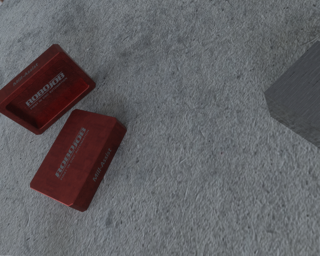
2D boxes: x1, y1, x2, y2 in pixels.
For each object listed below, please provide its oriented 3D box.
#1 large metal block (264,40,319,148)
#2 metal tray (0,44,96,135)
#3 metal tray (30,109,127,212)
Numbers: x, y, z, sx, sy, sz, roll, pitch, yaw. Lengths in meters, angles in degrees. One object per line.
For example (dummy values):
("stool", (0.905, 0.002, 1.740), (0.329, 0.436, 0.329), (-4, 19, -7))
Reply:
("large metal block", (0.170, -0.031, 0.318), (0.080, 0.050, 0.080), (-44, 51, -3))
("metal tray", (-0.180, -0.058, 0.491), (0.130, 0.090, 0.030), (-41, 51, 0))
("metal tray", (-0.114, 0.041, 0.436), (0.090, 0.030, 0.130), (13, 68, 33))
